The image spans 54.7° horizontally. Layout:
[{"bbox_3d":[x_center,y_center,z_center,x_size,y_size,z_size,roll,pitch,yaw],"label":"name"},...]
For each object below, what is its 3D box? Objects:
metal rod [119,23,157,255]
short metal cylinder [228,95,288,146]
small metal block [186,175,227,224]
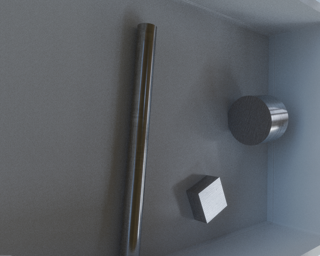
[{"bbox_3d":[-0.027,0.020,0.385,0.025,0.025,0.298,7,86,-40],"label":"metal rod"},{"bbox_3d":[0.160,-0.014,0.508,0.050,0.080,0.079,-7,95,-40],"label":"short metal cylinder"},{"bbox_3d":[0.071,0.107,0.469,0.050,0.025,0.050,-28,108,-37],"label":"small metal block"}]
